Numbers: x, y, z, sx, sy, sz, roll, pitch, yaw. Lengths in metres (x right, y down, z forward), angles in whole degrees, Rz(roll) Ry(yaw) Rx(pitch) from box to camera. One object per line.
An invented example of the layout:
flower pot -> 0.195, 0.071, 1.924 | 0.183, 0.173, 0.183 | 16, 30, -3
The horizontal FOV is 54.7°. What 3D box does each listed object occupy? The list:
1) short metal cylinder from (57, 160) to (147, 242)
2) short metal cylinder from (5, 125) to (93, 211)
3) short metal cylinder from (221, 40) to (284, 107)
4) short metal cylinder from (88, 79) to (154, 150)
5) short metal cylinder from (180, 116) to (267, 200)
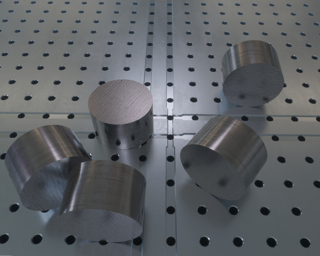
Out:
short metal cylinder -> -0.055, 0.075, 0.308 | 0.080, 0.080, 0.050 | 2, 50, 1
short metal cylinder -> -0.117, 0.043, 0.335 | 0.081, 0.080, 0.050 | -28, 55, -21
short metal cylinder -> 0.128, -0.075, 0.436 | 0.080, 0.080, 0.050 | 3, 50, 2
short metal cylinder -> -0.049, -0.019, 0.406 | 0.081, 0.050, 0.080 | 0, 50, 0
short metal cylinder -> 0.070, 0.033, 0.344 | 0.080, 0.080, 0.050 | 31, 57, 23
